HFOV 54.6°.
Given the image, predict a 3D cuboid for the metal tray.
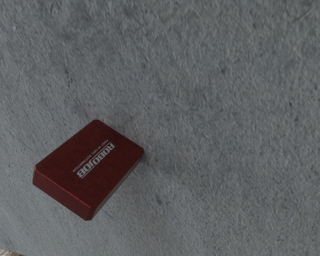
[{"bbox_3d":[-0.091,0.050,0.418,0.090,0.131,0.030,32,129,7],"label":"metal tray"}]
